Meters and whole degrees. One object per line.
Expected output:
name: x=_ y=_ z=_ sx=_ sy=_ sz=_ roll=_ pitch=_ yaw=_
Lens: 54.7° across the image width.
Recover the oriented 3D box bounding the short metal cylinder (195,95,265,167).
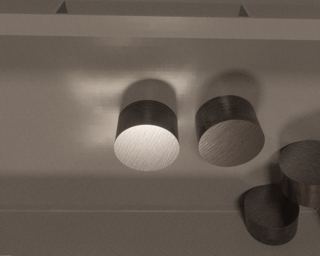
short metal cylinder: x=0.087 y=0.005 z=0.398 sx=0.081 sy=0.050 sz=0.079 roll=0 pitch=130 yaw=0

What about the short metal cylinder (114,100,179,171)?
short metal cylinder: x=-0.016 y=0.010 z=0.401 sx=0.081 sy=0.050 sz=0.079 roll=0 pitch=130 yaw=0

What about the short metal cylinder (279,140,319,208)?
short metal cylinder: x=0.209 y=0.062 z=0.429 sx=0.080 sy=0.080 sz=0.050 roll=-13 pitch=129 yaw=10

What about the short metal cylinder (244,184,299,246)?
short metal cylinder: x=0.177 y=0.137 z=0.493 sx=0.080 sy=0.080 sz=0.050 roll=-10 pitch=130 yaw=8
